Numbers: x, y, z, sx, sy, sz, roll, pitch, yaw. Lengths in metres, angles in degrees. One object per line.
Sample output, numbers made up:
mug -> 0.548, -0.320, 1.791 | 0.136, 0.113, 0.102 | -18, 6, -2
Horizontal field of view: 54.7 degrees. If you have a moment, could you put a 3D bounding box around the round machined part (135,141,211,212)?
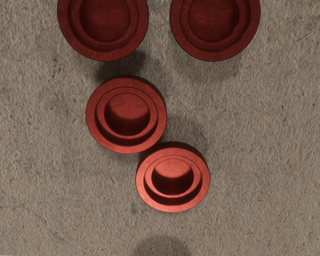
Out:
round machined part -> 0.017, 0.063, 0.424 | 0.099, 0.042, 0.097 | 0, 110, -1

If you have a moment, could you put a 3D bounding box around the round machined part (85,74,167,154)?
round machined part -> -0.041, -0.020, 0.393 | 0.099, 0.042, 0.097 | 0, 110, -1

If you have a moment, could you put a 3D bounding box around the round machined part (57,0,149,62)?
round machined part -> -0.061, -0.127, 0.353 | 0.099, 0.042, 0.097 | 0, 110, -1

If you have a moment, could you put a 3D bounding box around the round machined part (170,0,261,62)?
round machined part -> 0.060, -0.128, 0.354 | 0.099, 0.042, 0.097 | 0, 110, -1
